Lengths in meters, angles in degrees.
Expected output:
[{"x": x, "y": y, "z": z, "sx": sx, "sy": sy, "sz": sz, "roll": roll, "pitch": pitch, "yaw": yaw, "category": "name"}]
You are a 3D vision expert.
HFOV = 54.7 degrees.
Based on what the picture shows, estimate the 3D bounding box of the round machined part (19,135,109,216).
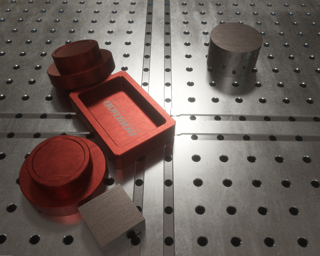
[{"x": -0.111, "y": 0.047, "z": 0.356, "sx": 0.099, "sy": 0.042, "sz": 0.098, "roll": 0, "pitch": 50, "yaw": 0, "category": "round machined part"}]

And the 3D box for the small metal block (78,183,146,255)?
[{"x": -0.050, "y": 0.095, "z": 0.327, "sx": 0.050, "sy": 0.025, "sz": 0.050, "roll": -29, "pitch": 56, "yaw": -22, "category": "small metal block"}]

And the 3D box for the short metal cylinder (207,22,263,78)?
[{"x": 0.118, "y": -0.126, "z": 0.498, "sx": 0.081, "sy": 0.050, "sz": 0.080, "roll": 0, "pitch": 50, "yaw": 0, "category": "short metal cylinder"}]

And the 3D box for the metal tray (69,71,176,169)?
[{"x": -0.052, "y": -0.017, "z": 0.417, "sx": 0.091, "sy": 0.030, "sz": 0.130, "roll": -29, "pitch": 56, "yaw": -23, "category": "metal tray"}]

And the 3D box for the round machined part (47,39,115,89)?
[{"x": -0.120, "y": -0.099, "z": 0.459, "sx": 0.099, "sy": 0.042, "sz": 0.098, "roll": -9, "pitch": 33, "yaw": 6, "category": "round machined part"}]
